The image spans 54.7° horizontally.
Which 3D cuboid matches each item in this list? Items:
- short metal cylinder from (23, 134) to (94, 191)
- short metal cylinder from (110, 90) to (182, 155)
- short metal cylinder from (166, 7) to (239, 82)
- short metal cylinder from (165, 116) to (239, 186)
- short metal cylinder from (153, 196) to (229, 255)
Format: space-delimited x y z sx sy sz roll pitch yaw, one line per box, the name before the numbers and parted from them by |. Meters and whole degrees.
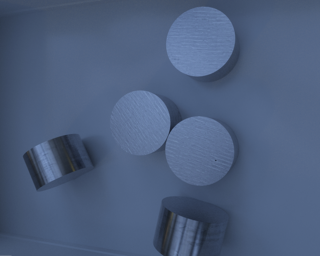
short metal cylinder | -0.140 0.048 0.431 0.080 0.080 0.050 -29 81 18
short metal cylinder | -0.017 -0.006 0.403 0.080 0.050 0.080 0 90 20
short metal cylinder | 0.054 -0.099 0.378 0.080 0.050 0.080 0 90 20
short metal cylinder | 0.053 0.026 0.378 0.080 0.050 0.080 0 90 20
short metal cylinder | 0.036 0.120 0.368 0.080 0.080 0.050 13 95 19
